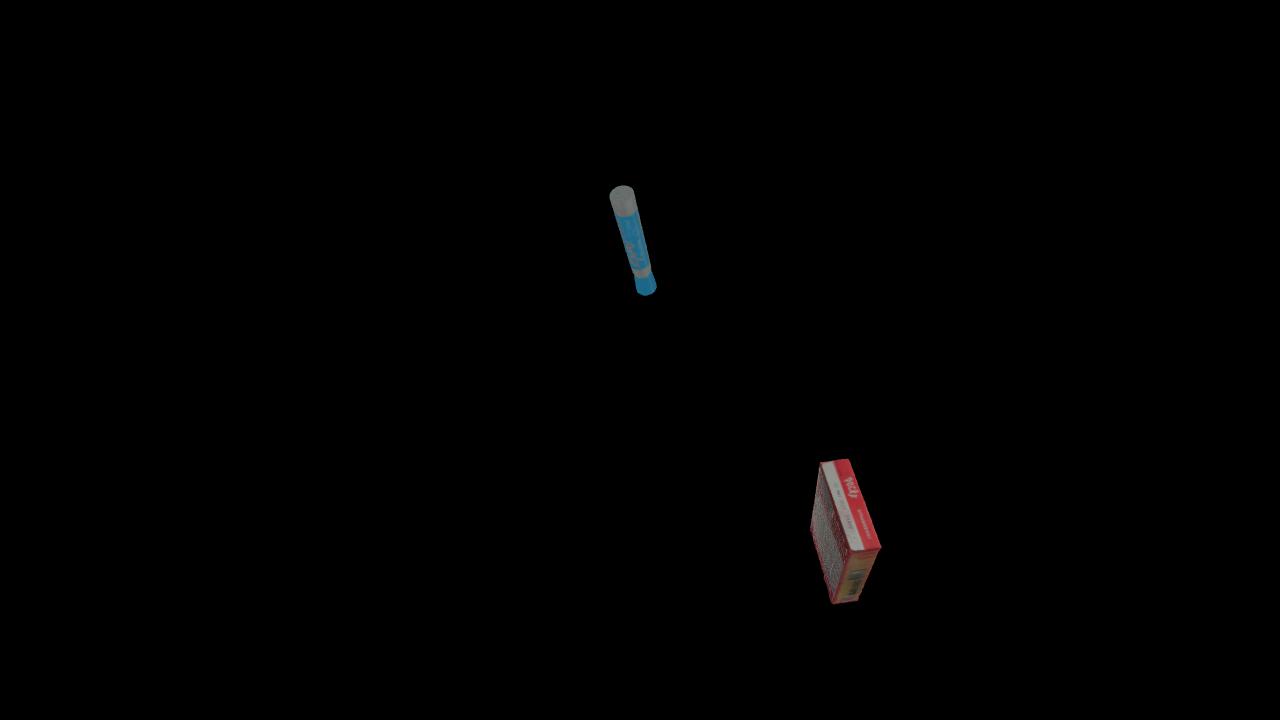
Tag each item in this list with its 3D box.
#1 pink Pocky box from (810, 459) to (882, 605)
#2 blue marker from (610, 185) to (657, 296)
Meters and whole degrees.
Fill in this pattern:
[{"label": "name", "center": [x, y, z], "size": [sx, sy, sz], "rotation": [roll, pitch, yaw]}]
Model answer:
[{"label": "pink Pocky box", "center": [0.187, 0.164, 0.575], "size": [0.029, 0.084, 0.155], "rotation": [-10, -38, 3]}, {"label": "blue marker", "center": [-0.003, -0.092, 0.505], "size": [0.020, 0.020, 0.121], "rotation": [0, -30, 11]}]
